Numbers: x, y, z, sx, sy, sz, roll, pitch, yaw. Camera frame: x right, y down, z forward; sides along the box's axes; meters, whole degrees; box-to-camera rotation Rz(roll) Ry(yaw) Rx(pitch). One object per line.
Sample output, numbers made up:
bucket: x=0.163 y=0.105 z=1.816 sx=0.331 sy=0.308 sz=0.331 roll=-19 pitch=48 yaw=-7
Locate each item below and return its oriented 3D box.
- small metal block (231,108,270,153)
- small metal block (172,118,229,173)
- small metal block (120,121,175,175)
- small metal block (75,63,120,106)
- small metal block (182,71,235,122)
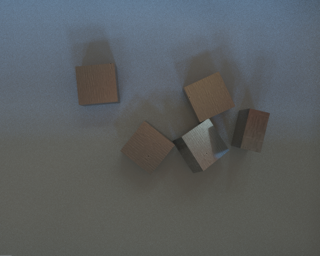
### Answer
small metal block: x=0.115 y=0.003 z=0.401 sx=0.025 sy=0.050 sz=0.050 roll=13 pitch=90 yaw=0
small metal block: x=0.053 y=0.023 z=0.402 sx=0.050 sy=0.025 sz=0.050 roll=-33 pitch=91 yaw=-29
small metal block: x=-0.016 y=0.025 z=0.410 sx=0.050 sy=0.025 sz=0.050 roll=38 pitch=93 yaw=0
small metal block: x=-0.082 y=-0.057 z=0.410 sx=0.050 sy=0.025 sz=0.050 roll=-5 pitch=90 yaw=-1
small metal block: x=0.064 y=-0.040 z=0.412 sx=0.050 sy=0.025 sz=0.050 roll=-25 pitch=90 yaw=-1
